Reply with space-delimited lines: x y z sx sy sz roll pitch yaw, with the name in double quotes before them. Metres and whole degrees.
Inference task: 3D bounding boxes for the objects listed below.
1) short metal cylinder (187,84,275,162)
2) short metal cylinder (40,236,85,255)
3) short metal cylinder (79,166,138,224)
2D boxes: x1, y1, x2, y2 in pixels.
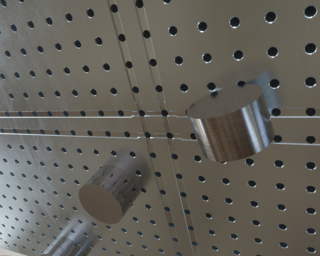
"short metal cylinder" 0.075 -0.007 0.331 0.080 0.080 0.050 -10 114 32
"short metal cylinder" -0.215 0.287 0.683 0.080 0.050 0.079 13 124 20
"short metal cylinder" -0.083 0.108 0.504 0.080 0.050 0.079 13 124 20
